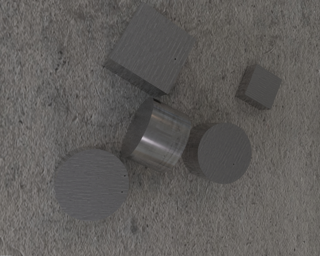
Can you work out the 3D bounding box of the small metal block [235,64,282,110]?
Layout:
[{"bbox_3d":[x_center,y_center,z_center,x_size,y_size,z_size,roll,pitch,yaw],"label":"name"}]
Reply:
[{"bbox_3d":[0.148,-0.060,0.464,0.050,0.025,0.050,26,81,-18],"label":"small metal block"}]

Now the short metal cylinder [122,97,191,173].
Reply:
[{"bbox_3d":[-0.006,0.009,0.378,0.050,0.080,0.080,25,82,-19],"label":"short metal cylinder"}]

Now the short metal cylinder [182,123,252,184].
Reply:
[{"bbox_3d":[0.076,0.033,0.424,0.081,0.050,0.080,0,90,-20],"label":"short metal cylinder"}]

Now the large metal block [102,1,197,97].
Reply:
[{"bbox_3d":[-0.014,-0.095,0.391,0.080,0.050,0.080,30,80,-18],"label":"large metal block"}]

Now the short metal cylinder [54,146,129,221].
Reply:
[{"bbox_3d":[-0.082,0.063,0.366,0.081,0.050,0.080,0,90,-20],"label":"short metal cylinder"}]
